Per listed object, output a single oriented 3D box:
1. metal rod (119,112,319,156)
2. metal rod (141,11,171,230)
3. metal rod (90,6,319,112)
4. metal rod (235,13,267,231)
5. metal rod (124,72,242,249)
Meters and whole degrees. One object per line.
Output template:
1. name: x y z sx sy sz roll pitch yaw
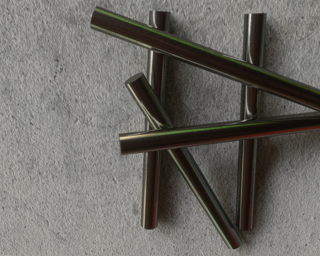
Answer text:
1. metal rod: 0.102 0.002 0.379 0.302 0.025 0.025 -6 111 -11
2. metal rod: -0.008 0.004 0.410 0.025 0.025 0.298 3 110 -1
3. metal rod: 0.070 -0.073 0.355 0.302 0.025 0.025 18 109 -7
4. metal rod: 0.118 0.006 0.412 0.025 0.025 0.298 -3 110 1
5. metal rod: 0.042 0.059 0.415 0.025 0.025 0.299 -27 114 9
